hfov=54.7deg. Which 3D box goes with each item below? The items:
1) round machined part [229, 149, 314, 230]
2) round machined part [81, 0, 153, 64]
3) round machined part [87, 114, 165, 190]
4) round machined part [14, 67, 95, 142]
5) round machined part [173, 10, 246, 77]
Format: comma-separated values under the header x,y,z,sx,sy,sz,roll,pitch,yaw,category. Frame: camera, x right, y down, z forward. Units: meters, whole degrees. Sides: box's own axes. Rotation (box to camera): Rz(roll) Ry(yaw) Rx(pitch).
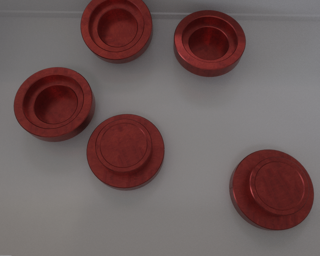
x,y,z,sx,sy,sz,roll,pitch,yaw,category
0.137,0.073,0.375,0.099,0.042,0.098,0,70,0,round machined part
-0.059,-0.139,0.442,0.099,0.042,0.097,0,86,2,round machined part
-0.043,0.027,0.390,0.099,0.042,0.098,0,70,0,round machined part
-0.134,-0.028,0.410,0.099,0.042,0.098,0,70,0,round machined part
0.068,-0.115,0.443,0.099,0.042,0.098,0,70,0,round machined part
